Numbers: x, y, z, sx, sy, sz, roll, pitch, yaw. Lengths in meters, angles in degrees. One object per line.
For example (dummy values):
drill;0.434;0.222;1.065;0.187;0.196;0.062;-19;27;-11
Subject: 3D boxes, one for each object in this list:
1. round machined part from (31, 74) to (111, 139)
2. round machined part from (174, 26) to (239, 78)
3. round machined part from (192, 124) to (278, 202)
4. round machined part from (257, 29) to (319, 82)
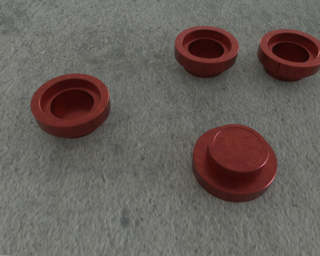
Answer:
round machined part;-0.115;-0.025;0.412;0.099;0.042;0.098;0;50;0
round machined part;0.072;-0.117;0.491;0.099;0.042;0.098;0;50;0
round machined part;0.089;0.034;0.365;0.099;0.042;0.098;0;50;0
round machined part;0.203;-0.110;0.488;0.099;0.042;0.098;0;50;0
